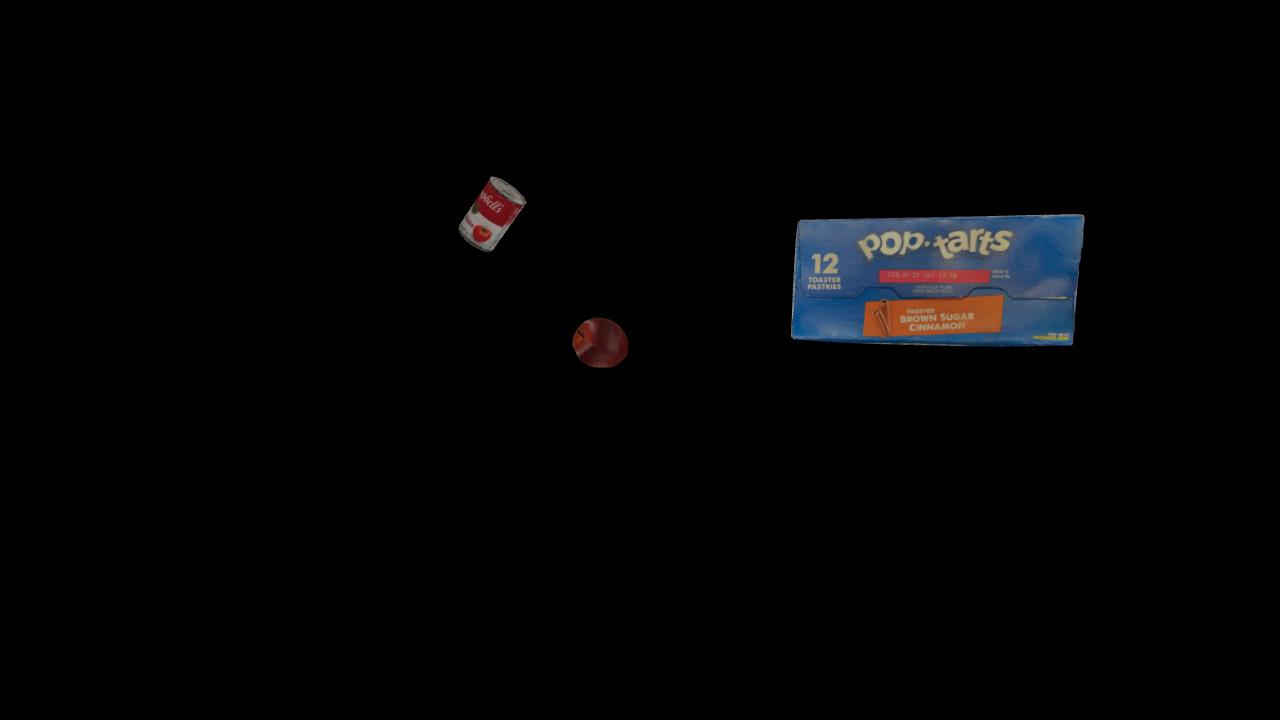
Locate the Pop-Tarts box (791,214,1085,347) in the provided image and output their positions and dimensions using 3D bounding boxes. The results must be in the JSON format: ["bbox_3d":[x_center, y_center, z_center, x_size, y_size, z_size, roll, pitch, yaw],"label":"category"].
[{"bbox_3d":[0.197,-0.052,0.451,0.167,0.083,0.141,1,2,13],"label":"Pop-Tarts box"}]

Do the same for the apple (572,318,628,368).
[{"bbox_3d":[-0.062,-0.027,0.969,0.093,0.079,0.079,22,-14,-38],"label":"apple"}]

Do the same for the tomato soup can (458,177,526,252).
[{"bbox_3d":[-0.239,-0.234,0.993,0.101,0.068,0.068,-48,-22,22],"label":"tomato soup can"}]
